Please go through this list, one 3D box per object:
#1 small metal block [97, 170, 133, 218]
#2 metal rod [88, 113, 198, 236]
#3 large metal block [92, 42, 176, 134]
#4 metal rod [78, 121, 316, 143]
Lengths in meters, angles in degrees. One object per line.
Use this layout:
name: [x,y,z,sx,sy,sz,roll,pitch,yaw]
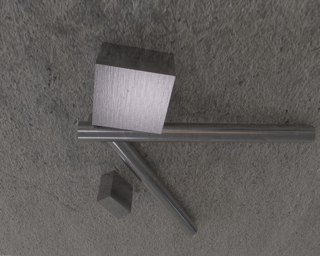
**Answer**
small metal block: [-0.068,0.102,0.477,0.025,0.050,0.050,-26,126,20]
metal rod: [-0.012,0.084,0.478,0.025,0.025,0.300,-22,127,17]
large metal block: [-0.031,-0.044,0.353,0.081,0.050,0.079,8,130,-7]
metal rod: [0.052,0.006,0.394,0.302,0.025,0.025,1,130,-8]
